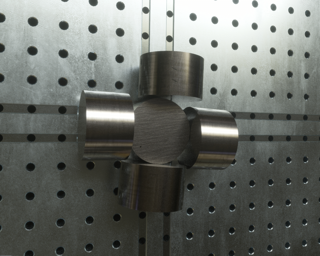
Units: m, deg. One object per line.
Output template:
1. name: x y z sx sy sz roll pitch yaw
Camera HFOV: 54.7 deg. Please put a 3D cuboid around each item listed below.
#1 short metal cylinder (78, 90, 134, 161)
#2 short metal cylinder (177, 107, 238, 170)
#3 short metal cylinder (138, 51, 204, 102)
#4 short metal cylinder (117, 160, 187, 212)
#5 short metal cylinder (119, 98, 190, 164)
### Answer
1. short metal cylinder: -0.065 -0.002 0.359 0.050 0.080 0.080 2 90 -21
2. short metal cylinder: 0.058 0.014 0.405 0.050 0.080 0.080 4 89 -20
3. short metal cylinder: 0.014 -0.061 0.388 0.081 0.080 0.050 3 89 -20
4. short metal cylinder: -0.010 0.068 0.378 0.081 0.080 0.050 6 88 -20
5. short metal cylinder: -0.009 0.004 0.396 0.081 0.050 0.080 0 90 -21
